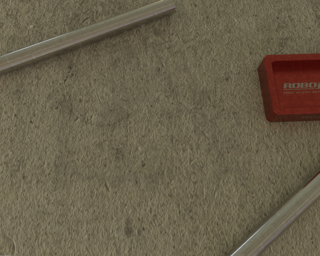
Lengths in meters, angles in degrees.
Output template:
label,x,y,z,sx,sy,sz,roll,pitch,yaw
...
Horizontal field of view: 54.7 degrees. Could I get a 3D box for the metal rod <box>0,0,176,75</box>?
label,x,y,z,sx,sy,sz,roll,pitch,yaw
metal rod,-0.119,-0.132,0.454,0.302,0.025,0.025,-23,72,-9

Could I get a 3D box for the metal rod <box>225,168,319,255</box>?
label,x,y,z,sx,sy,sz,roll,pitch,yaw
metal rod,0.187,0.077,0.382,0.301,0.025,0.025,-37,75,-13

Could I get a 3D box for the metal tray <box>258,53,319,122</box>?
label,x,y,z,sx,sy,sz,roll,pitch,yaw
metal tray,0.210,-0.057,0.428,0.131,0.030,0.090,-2,70,-1
